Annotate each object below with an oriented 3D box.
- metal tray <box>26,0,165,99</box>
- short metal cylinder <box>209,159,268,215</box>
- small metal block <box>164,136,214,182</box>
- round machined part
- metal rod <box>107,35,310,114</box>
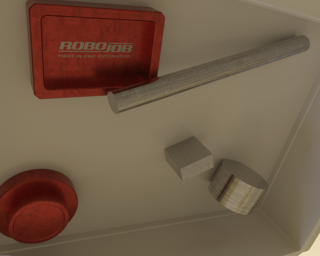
[{"bbox_3d":[-0.064,-0.080,0.321,0.131,0.030,0.089,-6,121,-26],"label":"metal tray"},{"bbox_3d":[0.126,0.094,0.503,0.081,0.080,0.050,13,112,-34],"label":"short metal cylinder"},{"bbox_3d":[0.041,0.043,0.443,0.050,0.050,0.025,-23,127,-15],"label":"small metal block"},{"bbox_3d":[-0.150,0.102,0.380,0.099,0.042,0.097,-14,125,-21],"label":"round machined part"},{"bbox_3d":[0.079,-0.074,0.383,0.302,0.025,0.025,-21,127,-26],"label":"metal rod"}]
